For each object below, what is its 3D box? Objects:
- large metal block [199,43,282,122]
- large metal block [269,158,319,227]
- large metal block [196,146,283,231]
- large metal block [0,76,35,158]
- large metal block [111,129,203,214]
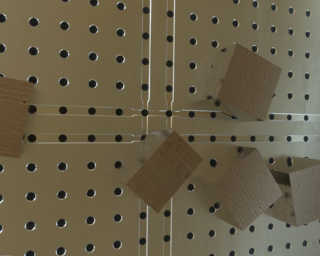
[{"bbox_3d":[0.114,-0.061,0.441,0.080,0.050,0.080,23,82,-19],"label":"large metal block"},{"bbox_3d":[0.219,0.096,0.480,0.081,0.050,0.080,-11,94,-20],"label":"large metal block"},{"bbox_3d":[0.112,0.082,0.441,0.080,0.050,0.080,-35,102,-17],"label":"large metal block"},{"bbox_3d":[-0.185,-0.015,0.331,0.081,0.050,0.080,10,87,-20],"label":"large metal block"},{"bbox_3d":[-0.007,0.048,0.381,0.050,0.080,0.080,46,76,-15],"label":"large metal block"}]
